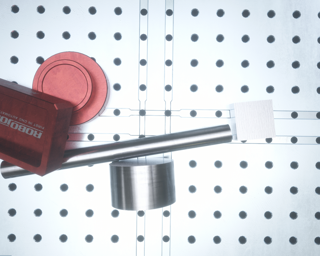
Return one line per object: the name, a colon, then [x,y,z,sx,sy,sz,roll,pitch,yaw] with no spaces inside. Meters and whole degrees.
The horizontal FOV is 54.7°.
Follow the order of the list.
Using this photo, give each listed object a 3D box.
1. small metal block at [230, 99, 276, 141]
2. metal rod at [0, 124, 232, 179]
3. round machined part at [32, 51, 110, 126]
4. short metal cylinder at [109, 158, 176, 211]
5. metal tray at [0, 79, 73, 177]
small metal block: [0.123,-0.010,0.415,0.050,0.025,0.050,-6,90,-1]
metal rod: [-0.056,0.031,0.412,0.302,0.025,0.025,-9,90,-1]
round machined part: [-0.118,-0.052,0.403,0.099,0.042,0.097,0,90,0]
short metal cylinder: [-0.021,0.067,0.386,0.081,0.080,0.050,-3,90,-1]
metal tray: [-0.178,-0.005,0.381,0.130,0.030,0.089,19,104,15]
